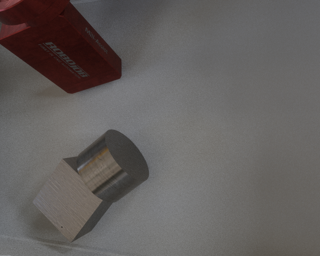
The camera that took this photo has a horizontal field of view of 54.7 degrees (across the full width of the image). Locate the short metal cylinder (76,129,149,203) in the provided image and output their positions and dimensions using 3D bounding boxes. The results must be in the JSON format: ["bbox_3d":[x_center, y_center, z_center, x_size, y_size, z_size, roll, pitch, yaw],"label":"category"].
[{"bbox_3d":[-0.060,0.049,0.401,0.050,0.080,0.080,-38,78,16],"label":"short metal cylinder"}]

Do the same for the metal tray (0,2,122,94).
[{"bbox_3d":[-0.119,-0.097,0.395,0.090,0.130,0.030,-14,62,19],"label":"metal tray"}]

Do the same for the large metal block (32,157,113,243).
[{"bbox_3d":[-0.116,0.097,0.437,0.080,0.050,0.080,40,102,15],"label":"large metal block"}]

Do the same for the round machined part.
[{"bbox_3d":[-0.130,-0.145,0.319,0.098,0.042,0.098,-10,63,21],"label":"round machined part"}]
